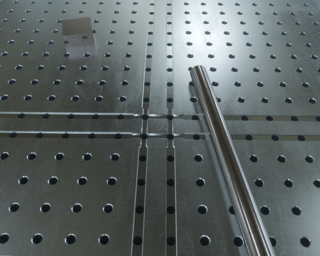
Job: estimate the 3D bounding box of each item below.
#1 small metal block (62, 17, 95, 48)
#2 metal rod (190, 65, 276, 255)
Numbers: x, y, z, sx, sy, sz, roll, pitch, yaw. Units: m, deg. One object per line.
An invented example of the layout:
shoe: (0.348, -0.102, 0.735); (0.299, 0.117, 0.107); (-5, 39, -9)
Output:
small metal block: (-0.145, -0.170, 0.549); (0.050, 0.025, 0.050); (-10, 51, -8)
metal rod: (0.081, 0.026, 0.386); (0.025, 0.025, 0.300); (-6, 50, -5)
